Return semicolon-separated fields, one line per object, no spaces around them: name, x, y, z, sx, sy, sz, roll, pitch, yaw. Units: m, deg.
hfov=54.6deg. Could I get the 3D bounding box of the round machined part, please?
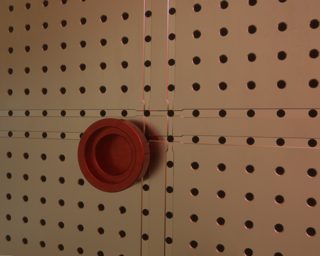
round machined part;-0.059;0.036;0.425;0.098;0.042;0.097;0;90;20
